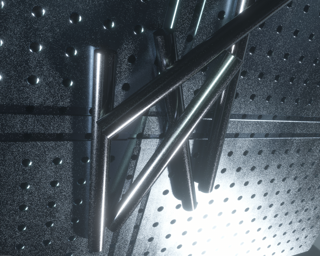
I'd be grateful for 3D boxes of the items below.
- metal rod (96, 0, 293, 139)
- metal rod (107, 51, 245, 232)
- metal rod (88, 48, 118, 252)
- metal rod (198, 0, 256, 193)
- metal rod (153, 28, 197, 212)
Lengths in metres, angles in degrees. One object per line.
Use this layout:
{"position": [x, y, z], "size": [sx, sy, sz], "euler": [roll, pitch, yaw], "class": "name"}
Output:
{"position": [0.056, -0.089, 0.354], "size": [0.301, 0.025, 0.025], "euler": [-37, 130, -4], "class": "metal rod"}
{"position": [0.008, 0.032, 0.411], "size": [0.025, 0.025, 0.298], "euler": [18, 117, -36], "class": "metal rod"}
{"position": [-0.077, 0.048, 0.400], "size": [0.025, 0.025, 0.298], "euler": [-6, 121, -26], "class": "metal rod"}
{"position": [0.091, -0.029, 0.445], "size": [0.025, 0.025, 0.298], "euler": [-8, 122, -25], "class": "metal rod"}
{"position": [0.027, 0.011, 0.434], "size": [0.025, 0.025, 0.298], "euler": [-22, 127, -16], "class": "metal rod"}
